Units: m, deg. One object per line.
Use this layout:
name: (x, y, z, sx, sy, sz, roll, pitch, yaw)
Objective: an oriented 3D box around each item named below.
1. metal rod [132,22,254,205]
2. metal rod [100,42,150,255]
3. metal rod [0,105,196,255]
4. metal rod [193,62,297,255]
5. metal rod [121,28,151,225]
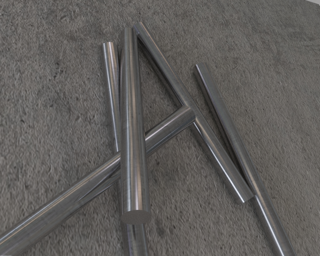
metal rod: (0.039, -0.030, 0.443, 0.025, 0.025, 0.299, -20, 72, -35)
metal rod: (-0.045, 0.020, 0.366, 0.025, 0.025, 0.299, 3, 60, -27)
metal rod: (-0.070, 0.059, 0.305, 0.302, 0.025, 0.025, -36, 82, -31)
metal rod: (0.112, 0.033, 0.443, 0.025, 0.025, 0.299, -7, 65, -31)
metal rod: (-0.033, -0.033, 0.360, 0.025, 0.025, 0.300, 14, 42, -21)
